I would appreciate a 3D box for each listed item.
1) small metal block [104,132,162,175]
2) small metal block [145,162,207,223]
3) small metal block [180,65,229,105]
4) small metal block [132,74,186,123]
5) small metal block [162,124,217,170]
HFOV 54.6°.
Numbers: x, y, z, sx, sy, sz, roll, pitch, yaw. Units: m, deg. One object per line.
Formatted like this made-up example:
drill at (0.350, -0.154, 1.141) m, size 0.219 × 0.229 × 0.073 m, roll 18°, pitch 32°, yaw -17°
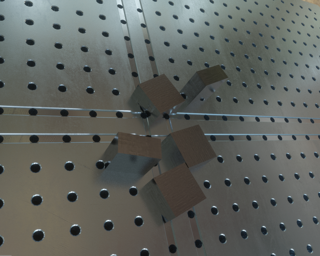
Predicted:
small metal block at (-0.032, 0.031, 0.356) m, size 0.050 × 0.050 × 0.025 m, roll 11°, pitch 57°, yaw -23°
small metal block at (0.019, 0.076, 0.371) m, size 0.050 × 0.025 × 0.050 m, roll -21°, pitch 73°, yaw -36°
small metal block at (0.066, -0.065, 0.467) m, size 0.050 × 0.050 × 0.025 m, roll -23°, pitch 75°, yaw -36°
small metal block at (-0.002, -0.042, 0.433) m, size 0.050 × 0.025 × 0.050 m, roll -30°, pitch 78°, yaw -38°
small metal block at (0.039, 0.028, 0.412) m, size 0.050 × 0.025 × 0.050 m, roll -16°, pitch 70°, yaw -34°
